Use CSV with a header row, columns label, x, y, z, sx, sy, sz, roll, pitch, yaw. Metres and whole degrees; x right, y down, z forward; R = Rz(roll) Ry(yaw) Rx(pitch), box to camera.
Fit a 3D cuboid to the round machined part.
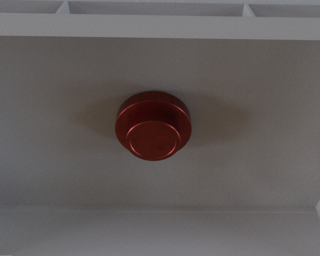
label,x,y,z,sx,sy,sz,roll,pitch,yaw
round machined part,-0.008,0.005,0.398,0.099,0.042,0.097,0,130,0
